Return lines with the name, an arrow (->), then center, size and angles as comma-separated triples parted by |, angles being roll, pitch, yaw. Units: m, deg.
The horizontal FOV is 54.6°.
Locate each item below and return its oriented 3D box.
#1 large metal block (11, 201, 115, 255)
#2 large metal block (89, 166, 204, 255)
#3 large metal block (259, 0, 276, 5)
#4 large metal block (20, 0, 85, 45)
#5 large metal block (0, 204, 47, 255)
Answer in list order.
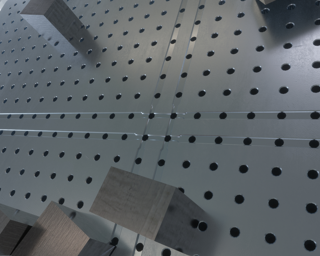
large metal block -> -0.115, 0.146, 0.364 | 0.080, 0.050, 0.080 | 27, 76, 37
large metal block -> -0.011, 0.087, 0.326 | 0.080, 0.080, 0.050 | 12, 68, 33
large metal block -> 0.166, -0.215, 0.418 | 0.080, 0.050, 0.080 | -21, 27, 16
large metal block -> -0.214, -0.215, 0.619 | 0.080, 0.080, 0.050 | 16, 70, 34
large metal block -> -0.191, 0.147, 0.384 | 0.050, 0.080, 0.080 | 22, 73, 36
